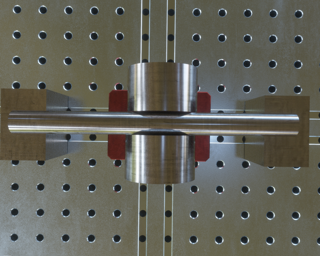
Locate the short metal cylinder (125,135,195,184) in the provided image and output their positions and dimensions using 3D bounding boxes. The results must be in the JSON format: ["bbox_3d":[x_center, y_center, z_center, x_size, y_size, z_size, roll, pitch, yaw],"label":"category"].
[{"bbox_3d":[0.000,0.032,0.356,0.081,0.080,0.050,1,90,0],"label":"short metal cylinder"}]

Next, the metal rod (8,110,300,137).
[{"bbox_3d":[-0.006,-0.005,0.333,0.302,0.025,0.025,1,90,0],"label":"metal rod"}]

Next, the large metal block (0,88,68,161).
[{"bbox_3d":[-0.152,-0.004,0.383,0.050,0.080,0.080,1,90,0],"label":"large metal block"}]

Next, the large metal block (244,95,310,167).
[{"bbox_3d":[0.142,0.003,0.386,0.050,0.080,0.080,1,90,0],"label":"large metal block"}]

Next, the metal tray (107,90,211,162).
[{"bbox_3d":[-0.001,-0.003,0.411,0.131,0.030,0.089,1,90,0],"label":"metal tray"}]

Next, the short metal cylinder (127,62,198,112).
[{"bbox_3d":[0.003,-0.043,0.356,0.081,0.080,0.050,1,90,0],"label":"short metal cylinder"}]
